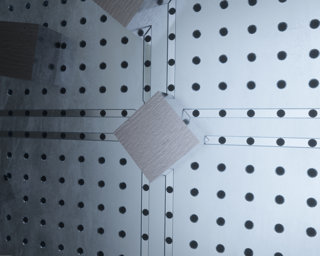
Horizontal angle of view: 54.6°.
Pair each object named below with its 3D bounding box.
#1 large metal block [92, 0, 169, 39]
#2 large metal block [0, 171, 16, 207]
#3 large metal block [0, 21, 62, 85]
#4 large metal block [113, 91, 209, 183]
[{"bbox_3d":[-0.038,-0.182,0.413,0.080,0.050,0.080,43,103,15],"label":"large metal block"},{"bbox_3d":[-0.296,0.113,0.489,0.080,0.080,0.050,-30,80,17],"label":"large metal block"},{"bbox_3d":[-0.204,-0.114,0.472,0.080,0.050,0.080,11,94,19],"label":"large metal block"},{"bbox_3d":[0.002,0.011,0.399,0.080,0.050,0.080,-42,77,15],"label":"large metal block"}]
